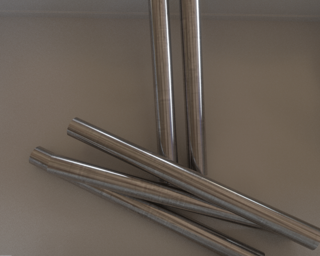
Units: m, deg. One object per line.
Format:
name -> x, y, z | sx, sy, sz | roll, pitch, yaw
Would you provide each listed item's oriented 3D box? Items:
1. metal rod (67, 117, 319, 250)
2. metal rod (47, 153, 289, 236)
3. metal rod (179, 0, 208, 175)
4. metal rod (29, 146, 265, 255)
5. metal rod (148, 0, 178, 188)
metal rod -> 0.030, 0.058, 0.354 | 0.301, 0.025, 0.025 | 24, 72, 10
metal rod -> 0.020, 0.081, 0.363 | 0.302, 0.025, 0.025 | 15, 71, -2
metal rod -> 0.039, -0.089, 0.375 | 0.025, 0.025, 0.298 | -4, 96, -2
metal rod -> -0.022, 0.094, 0.374 | 0.301, 0.025, 0.025 | 24, 72, 8
metal rod -> 0.003, -0.077, 0.374 | 0.025, 0.025, 0.298 | -4, 95, -2
